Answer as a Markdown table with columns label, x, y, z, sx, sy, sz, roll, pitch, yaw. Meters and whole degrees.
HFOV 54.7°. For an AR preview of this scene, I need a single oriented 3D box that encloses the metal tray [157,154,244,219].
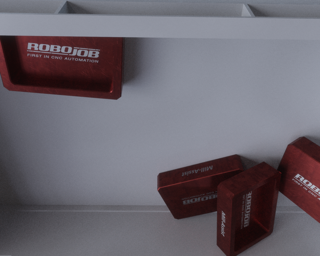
| label | x | y | z | sx | sy | sz | roll | pitch | yaw |
| --- | --- | --- | --- | --- | --- | --- | --- | --- | --- |
| metal tray | 0.071 | 0.096 | 0.488 | 0.130 | 0.030 | 0.090 | -16 | 129 | 13 |

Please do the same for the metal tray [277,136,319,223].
| label | x | y | z | sx | sy | sz | roll | pitch | yaw |
| --- | --- | --- | --- | --- | --- | --- | --- | --- | --- |
| metal tray | 0.224 | 0.083 | 0.418 | 0.030 | 0.130 | 0.089 | -25 | 138 | -29 |

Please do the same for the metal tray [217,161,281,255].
| label | x | y | z | sx | sy | sz | roll | pitch | yaw |
| --- | --- | --- | --- | --- | --- | --- | --- | --- | --- |
| metal tray | 0.129 | 0.122 | 0.457 | 0.091 | 0.030 | 0.129 | -20 | 124 | -23 |

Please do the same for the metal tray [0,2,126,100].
| label | x | y | z | sx | sy | sz | roll | pitch | yaw |
| --- | --- | --- | --- | --- | --- | --- | --- | --- | --- |
| metal tray | -0.105 | -0.080 | 0.336 | 0.131 | 0.030 | 0.089 | 5 | 130 | -4 |
